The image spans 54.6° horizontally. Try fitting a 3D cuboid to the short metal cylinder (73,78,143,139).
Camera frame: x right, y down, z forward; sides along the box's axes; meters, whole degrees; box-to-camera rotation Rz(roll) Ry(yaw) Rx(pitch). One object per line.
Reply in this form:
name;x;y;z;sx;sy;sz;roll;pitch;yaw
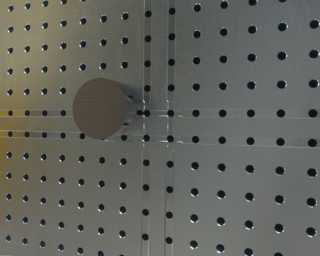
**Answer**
short metal cylinder;-0.071;-0.025;0.425;0.080;0.050;0.080;0;90;20
